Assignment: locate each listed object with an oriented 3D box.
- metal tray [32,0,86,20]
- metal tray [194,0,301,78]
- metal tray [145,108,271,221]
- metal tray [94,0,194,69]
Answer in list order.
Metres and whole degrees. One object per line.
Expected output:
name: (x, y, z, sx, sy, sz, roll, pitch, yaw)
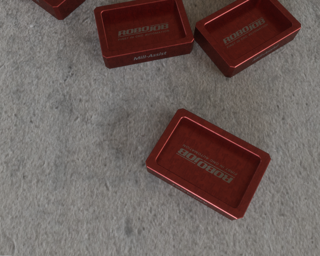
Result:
metal tray: (-0.175, -0.240, 0.490, 0.130, 0.030, 0.090, 38, 74, 12)
metal tray: (0.127, -0.143, 0.459, 0.131, 0.030, 0.090, -32, 73, -11)
metal tray: (0.059, 0.044, 0.390, 0.130, 0.030, 0.090, 29, 72, 9)
metal tray: (-0.024, -0.144, 0.457, 0.131, 0.030, 0.090, -12, 71, -5)
